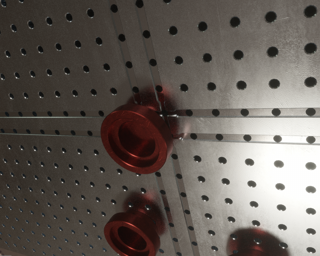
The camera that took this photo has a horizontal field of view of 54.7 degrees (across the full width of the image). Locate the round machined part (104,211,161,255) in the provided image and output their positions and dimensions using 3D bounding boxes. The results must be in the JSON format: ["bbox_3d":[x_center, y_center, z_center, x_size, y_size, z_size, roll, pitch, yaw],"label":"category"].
[{"bbox_3d":[-0.044,0.182,0.534,0.098,0.042,0.097,13,124,20],"label":"round machined part"}]

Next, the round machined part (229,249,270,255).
[{"bbox_3d":[0.141,0.221,0.462,0.098,0.042,0.097,13,124,20],"label":"round machined part"}]

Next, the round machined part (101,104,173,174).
[{"bbox_3d":[-0.027,0.011,0.420,0.098,0.042,0.097,13,124,20],"label":"round machined part"}]
